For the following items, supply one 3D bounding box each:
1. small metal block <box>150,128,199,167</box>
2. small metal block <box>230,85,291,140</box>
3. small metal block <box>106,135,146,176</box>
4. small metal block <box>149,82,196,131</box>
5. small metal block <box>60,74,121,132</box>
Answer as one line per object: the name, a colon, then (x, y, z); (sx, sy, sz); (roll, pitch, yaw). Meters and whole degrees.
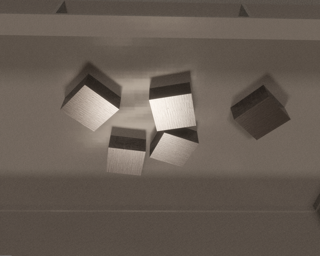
small metal block: (0.019, 0.023, 0.429); (0.050, 0.025, 0.050); (18, 128, -15)
small metal block: (0.128, -0.019, 0.395); (0.050, 0.025, 0.050); (-37, 121, 27)
small metal block: (-0.049, 0.040, 0.442); (0.050, 0.025, 0.050); (7, 130, -7)
small metal block: (0.016, -0.026, 0.387); (0.050, 0.025, 0.050); (-8, 130, 6)
small metal block: (-0.085, -0.030, 0.382); (0.050, 0.025, 0.050); (37, 121, -28)
